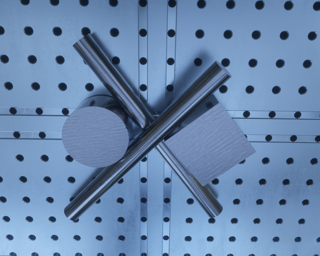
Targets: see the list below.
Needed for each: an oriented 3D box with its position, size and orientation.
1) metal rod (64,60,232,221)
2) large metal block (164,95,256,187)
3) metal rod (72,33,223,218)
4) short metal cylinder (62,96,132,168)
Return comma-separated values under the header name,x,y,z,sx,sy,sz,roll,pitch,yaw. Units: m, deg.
name,x,y,z,sx,sy,sz,roll,pitch,yaw
metal rod,-0.030,0.030,0.398,0.025,0.025,0.299,41,113,-14
large metal block,0.062,0.014,0.401,0.080,0.050,0.080,-37,106,12
metal rod,-0.006,0.008,0.412,0.025,0.025,0.300,-34,107,11
short metal cylinder,-0.078,0.004,0.397,0.081,0.050,0.079,0,110,0
